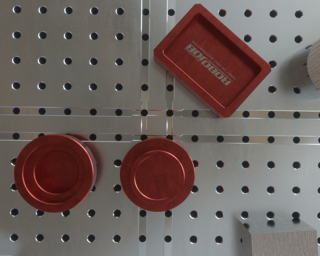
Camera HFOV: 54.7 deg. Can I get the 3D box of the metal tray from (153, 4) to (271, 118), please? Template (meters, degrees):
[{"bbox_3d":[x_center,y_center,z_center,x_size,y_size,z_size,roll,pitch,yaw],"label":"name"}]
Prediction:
[{"bbox_3d":[0.067,-0.086,0.411,0.130,0.030,0.090,42,90,0],"label":"metal tray"}]

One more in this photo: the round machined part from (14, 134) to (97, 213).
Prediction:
[{"bbox_3d":[-0.132,0.056,0.404,0.099,0.042,0.097,0,90,0],"label":"round machined part"}]

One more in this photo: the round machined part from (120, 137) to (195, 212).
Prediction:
[{"bbox_3d":[-0.003,0.061,0.405,0.099,0.042,0.097,0,90,0],"label":"round machined part"}]

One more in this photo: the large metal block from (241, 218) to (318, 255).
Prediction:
[{"bbox_3d":[0.153,0.167,0.402,0.080,0.050,0.080,-3,90,0],"label":"large metal block"}]

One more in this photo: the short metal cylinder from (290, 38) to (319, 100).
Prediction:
[{"bbox_3d":[0.219,-0.078,0.402,0.081,0.050,0.080,0,90,0],"label":"short metal cylinder"}]
